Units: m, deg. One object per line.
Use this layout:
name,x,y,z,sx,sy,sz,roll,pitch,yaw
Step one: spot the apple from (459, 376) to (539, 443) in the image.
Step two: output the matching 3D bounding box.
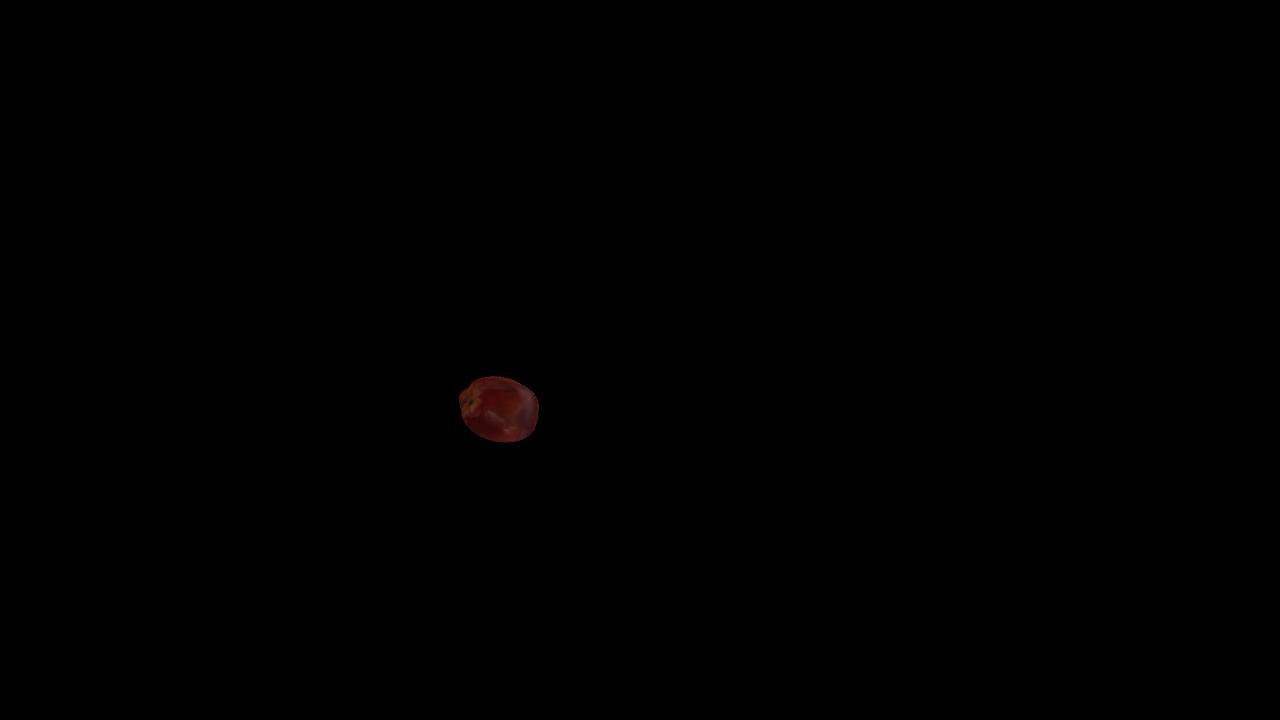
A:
apple,-0.159,0.057,0.703,0.079,0.079,0.093,0,-19,33
